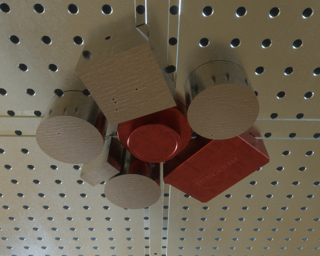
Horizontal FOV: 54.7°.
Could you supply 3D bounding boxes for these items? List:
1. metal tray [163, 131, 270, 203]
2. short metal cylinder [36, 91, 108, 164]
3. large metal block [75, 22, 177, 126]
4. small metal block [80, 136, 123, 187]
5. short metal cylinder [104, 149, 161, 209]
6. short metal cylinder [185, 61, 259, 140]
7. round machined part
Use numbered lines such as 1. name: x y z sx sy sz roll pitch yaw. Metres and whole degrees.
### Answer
1. metal tray: 0.078 0.051 0.451 0.090 0.030 0.129 33 122 -25
2. short metal cylinder: -0.108 0.000 0.393 0.081 0.050 0.079 0 130 0
3. large metal block: -0.034 -0.058 0.346 0.080 0.050 0.080 -17 128 13
4. small metal block: -0.080 0.046 0.433 0.050 0.050 0.025 -30 124 23
5. short metal cylinder: -0.039 0.076 0.458 0.081 0.050 0.079 0 130 0
6. short metal cylinder: 0.071 -0.032 0.368 0.081 0.050 0.079 0 130 0
7. round machined part: -0.007 0.008 0.406 0.099 0.042 0.097 0 130 0
